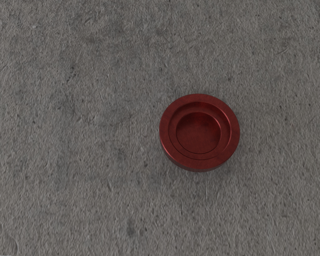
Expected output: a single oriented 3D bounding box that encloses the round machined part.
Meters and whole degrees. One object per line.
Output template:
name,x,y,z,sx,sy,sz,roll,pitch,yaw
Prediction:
round machined part,0.048,0.009,0.396,0.099,0.042,0.098,0,70,0
